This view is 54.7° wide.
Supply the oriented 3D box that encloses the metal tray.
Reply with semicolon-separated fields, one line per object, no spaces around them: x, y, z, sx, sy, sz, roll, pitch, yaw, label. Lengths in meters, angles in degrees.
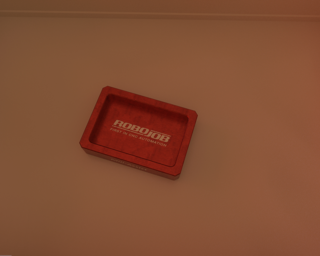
-0.026;0.006;0.404;0.131;0.030;0.090;17;71;5;metal tray
